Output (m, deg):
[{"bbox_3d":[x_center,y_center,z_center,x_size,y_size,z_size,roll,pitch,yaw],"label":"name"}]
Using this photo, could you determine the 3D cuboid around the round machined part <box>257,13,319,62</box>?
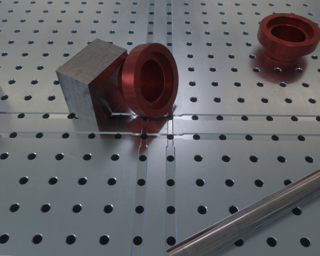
[{"bbox_3d":[0.214,-0.150,0.524,0.099,0.042,0.098,0,50,0],"label":"round machined part"}]

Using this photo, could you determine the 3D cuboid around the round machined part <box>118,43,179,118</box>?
[{"bbox_3d":[-0.019,-0.064,0.419,0.042,0.098,0.098,6,46,36],"label":"round machined part"}]

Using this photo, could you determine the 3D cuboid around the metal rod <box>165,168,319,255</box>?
[{"bbox_3d":[0.144,0.077,0.343,0.302,0.025,0.025,-21,53,-17],"label":"metal rod"}]

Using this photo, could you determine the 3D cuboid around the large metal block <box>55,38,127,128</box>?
[{"bbox_3d":[-0.085,-0.061,0.423,0.050,0.080,0.080,24,54,19],"label":"large metal block"}]
